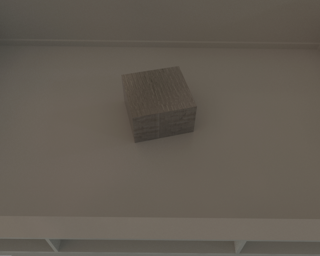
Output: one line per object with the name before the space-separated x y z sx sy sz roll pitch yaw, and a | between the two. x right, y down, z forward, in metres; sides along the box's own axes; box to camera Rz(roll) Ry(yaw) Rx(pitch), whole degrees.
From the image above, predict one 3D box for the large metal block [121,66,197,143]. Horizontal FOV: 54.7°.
large metal block | -0.003 -0.033 0.417 0.081 0.050 0.080 -11 51 -9
